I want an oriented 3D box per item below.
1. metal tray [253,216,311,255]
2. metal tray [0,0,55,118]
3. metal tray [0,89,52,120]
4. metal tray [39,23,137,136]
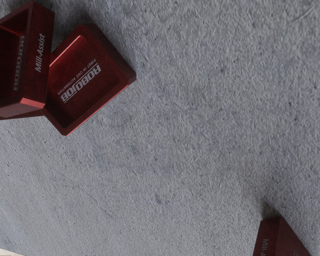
[{"bbox_3d":[0.149,0.185,0.375,0.030,0.131,0.090,-30,102,38],"label":"metal tray"},{"bbox_3d":[-0.178,-0.084,0.391,0.090,0.030,0.129,-8,74,34],"label":"metal tray"},{"bbox_3d":[-0.225,-0.062,0.484,0.130,0.030,0.090,-3,117,29],"label":"metal tray"},{"bbox_3d":[-0.107,-0.060,0.403,0.130,0.030,0.090,-35,99,24],"label":"metal tray"}]
